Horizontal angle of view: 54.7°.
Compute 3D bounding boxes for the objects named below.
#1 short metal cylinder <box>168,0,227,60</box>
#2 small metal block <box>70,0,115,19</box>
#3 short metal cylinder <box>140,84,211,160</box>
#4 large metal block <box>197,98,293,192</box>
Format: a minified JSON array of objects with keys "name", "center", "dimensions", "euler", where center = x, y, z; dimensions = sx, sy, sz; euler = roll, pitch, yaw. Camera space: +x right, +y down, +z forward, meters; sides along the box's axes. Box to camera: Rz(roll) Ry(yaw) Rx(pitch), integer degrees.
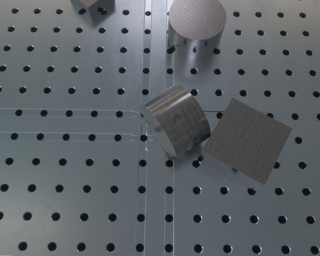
[{"name":"short metal cylinder","center":[0.052,-0.147,0.453],"dimensions":[0.081,0.050,0.080],"euler":[0,70,0]},{"name":"small metal block","center":[-0.108,-0.209,0.487],"dimensions":[0.050,0.025,0.050],"euler":[42,75,14]},{"name":"short metal cylinder","center":[0.018,-0.008,0.386],"dimensions":[0.050,0.080,0.080],"euler":[-32,73,-11]},{"name":"large metal block","center":[0.104,0.022,0.391],"dimensions":[0.080,0.050,0.080],"euler":[30,73,10]}]
